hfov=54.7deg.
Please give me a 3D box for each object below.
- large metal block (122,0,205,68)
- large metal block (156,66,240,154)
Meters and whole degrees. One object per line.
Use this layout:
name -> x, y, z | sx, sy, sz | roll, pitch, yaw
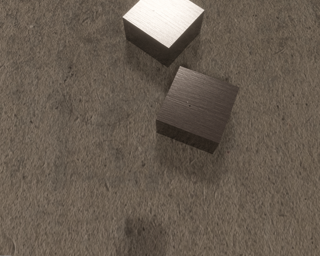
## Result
large metal block -> 0.005, -0.149, 0.449 | 0.080, 0.050, 0.080 | 37, 74, 12
large metal block -> 0.048, -0.022, 0.404 | 0.080, 0.050, 0.080 | 21, 71, 7
